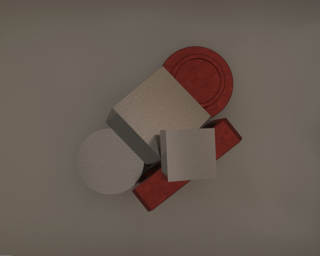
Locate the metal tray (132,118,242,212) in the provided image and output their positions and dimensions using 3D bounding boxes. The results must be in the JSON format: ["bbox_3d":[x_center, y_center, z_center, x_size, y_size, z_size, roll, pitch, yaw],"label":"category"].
[{"bbox_3d":[0.030,0.040,0.377,0.130,0.090,0.030,-38,90,-1],"label":"metal tray"}]

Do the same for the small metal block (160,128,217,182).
[{"bbox_3d":[0.028,0.026,0.315,0.050,0.025,0.050,-2,89,-14],"label":"small metal block"}]

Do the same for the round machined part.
[{"bbox_3d":[0.046,-0.058,0.402,0.099,0.042,0.097,0,90,-1],"label":"round machined part"}]

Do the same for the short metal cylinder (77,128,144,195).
[{"bbox_3d":[-0.060,0.040,0.396,0.081,0.050,0.079,0,90,-1],"label":"short metal cylinder"}]

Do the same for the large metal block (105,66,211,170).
[{"bbox_3d":[-0.003,-0.010,0.362,0.080,0.050,0.080,46,65,0],"label":"large metal block"}]
